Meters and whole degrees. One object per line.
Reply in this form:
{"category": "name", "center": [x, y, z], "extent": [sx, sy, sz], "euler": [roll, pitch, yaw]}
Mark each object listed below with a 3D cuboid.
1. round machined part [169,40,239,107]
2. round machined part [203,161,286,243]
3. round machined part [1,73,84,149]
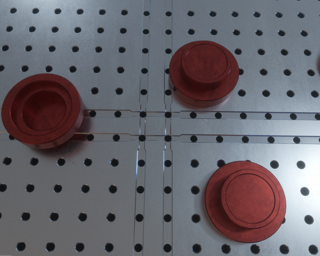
{"category": "round machined part", "center": [0.062, -0.082, 0.433], "extent": [0.099, 0.042, 0.098], "euler": [0, 70, 0]}
{"category": "round machined part", "center": [0.103, 0.087, 0.372], "extent": [0.099, 0.042, 0.098], "euler": [0, 70, -1]}
{"category": "round machined part", "center": [-0.149, -0.019, 0.408], "extent": [0.099, 0.042, 0.098], "euler": [0, 70, -1]}
